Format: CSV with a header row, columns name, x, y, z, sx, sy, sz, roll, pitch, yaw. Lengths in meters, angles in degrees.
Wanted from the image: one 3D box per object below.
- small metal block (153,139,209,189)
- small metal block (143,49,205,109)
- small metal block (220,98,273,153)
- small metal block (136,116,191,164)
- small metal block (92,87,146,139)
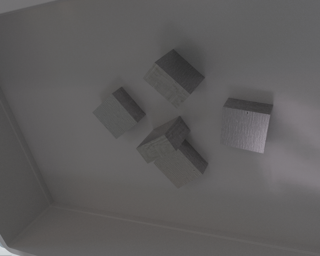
name,x,y,z,sx,sy,sz,roll,pitch,yaw
small metal block,0.028,0.049,0.424,0.050,0.025,0.050,47,129,-5
small metal block,0.017,-0.056,0.349,0.050,0.050,0.025,42,129,-1
small metal block,0.098,-0.003,0.355,0.050,0.025,0.050,12,124,21
small metal block,0.005,0.015,0.399,0.050,0.050,0.025,-28,103,37
small metal block,-0.056,-0.020,0.426,0.050,0.025,0.050,49,129,-7
